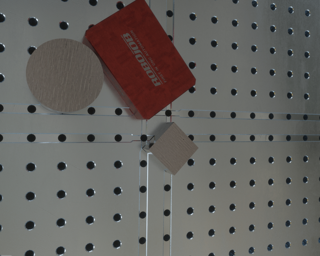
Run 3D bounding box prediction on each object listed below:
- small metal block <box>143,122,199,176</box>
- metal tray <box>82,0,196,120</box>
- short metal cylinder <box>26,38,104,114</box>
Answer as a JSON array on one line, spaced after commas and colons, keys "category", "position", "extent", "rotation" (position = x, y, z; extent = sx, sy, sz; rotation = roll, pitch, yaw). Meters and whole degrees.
[{"category": "small metal block", "position": [0.015, 0.027, 0.418], "extent": [0.050, 0.025, 0.050], "rotation": [46, 76, -14]}, {"category": "metal tray", "position": [-0.025, -0.086, 0.401], "extent": [0.090, 0.030, 0.130], "rotation": [-38, 103, -16]}, {"category": "short metal cylinder", "position": [-0.110, -0.057, 0.359], "extent": [0.081, 0.050, 0.079], "rotation": [0, 90, -20]}]
